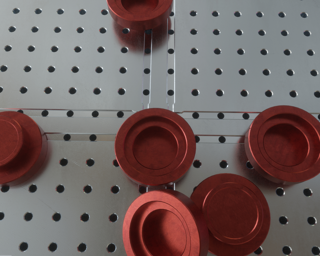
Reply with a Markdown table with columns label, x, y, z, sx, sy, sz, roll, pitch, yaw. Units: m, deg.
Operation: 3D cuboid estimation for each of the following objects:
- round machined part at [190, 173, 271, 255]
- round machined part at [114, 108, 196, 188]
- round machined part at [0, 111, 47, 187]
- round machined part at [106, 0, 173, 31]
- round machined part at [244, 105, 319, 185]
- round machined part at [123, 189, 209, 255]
| label | x | y | z | sx | sy | sz | roll | pitch | yaw |
| --- | --- | --- | --- | --- | --- | --- | --- | --- | --- |
| round machined part | 0.082 | 0.102 | 0.366 | 0.099 | 0.042 | 0.098 | 0 | 70 | 0 |
| round machined part | -0.006 | 0.027 | 0.393 | 0.099 | 0.042 | 0.098 | 0 | 70 | 0 |
| round machined part | -0.200 | 0.023 | 0.393 | 0.099 | 0.042 | 0.098 | 0 | 70 | 0 |
| round machined part | -0.029 | -0.188 | 0.471 | 0.099 | 0.042 | 0.098 | 0 | 70 | 0 |
| round machined part | 0.157 | 0.024 | 0.395 | 0.099 | 0.042 | 0.098 | 0 | 70 | 0 |
| round machined part | 0.010 | 0.117 | 0.344 | 0.098 | 0.042 | 0.098 | -3 | 84 | 32 |
